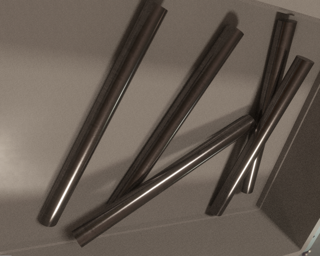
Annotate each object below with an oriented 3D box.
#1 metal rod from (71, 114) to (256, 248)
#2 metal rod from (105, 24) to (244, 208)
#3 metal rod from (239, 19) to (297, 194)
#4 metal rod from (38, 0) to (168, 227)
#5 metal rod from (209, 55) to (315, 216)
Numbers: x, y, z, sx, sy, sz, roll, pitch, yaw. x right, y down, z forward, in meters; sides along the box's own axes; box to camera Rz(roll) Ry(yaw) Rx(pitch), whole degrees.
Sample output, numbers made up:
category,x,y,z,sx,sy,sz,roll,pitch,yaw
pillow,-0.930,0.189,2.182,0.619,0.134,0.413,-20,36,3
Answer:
category,x,y,z,sx,sy,sz,roll,pitch,yaw
metal rod,0.018,0.065,0.435,0.302,0.025,0.025,-31,129,-18
metal rod,0.013,-0.001,0.416,0.025,0.025,0.299,25,105,-37
metal rod,0.164,-0.016,0.491,0.025,0.025,0.298,-11,124,-23
metal rod,-0.074,-0.005,0.365,0.025,0.025,0.298,19,108,-36
metal rod,0.148,0.029,0.487,0.025,0.025,0.298,2,124,-30
